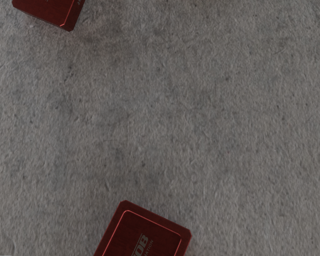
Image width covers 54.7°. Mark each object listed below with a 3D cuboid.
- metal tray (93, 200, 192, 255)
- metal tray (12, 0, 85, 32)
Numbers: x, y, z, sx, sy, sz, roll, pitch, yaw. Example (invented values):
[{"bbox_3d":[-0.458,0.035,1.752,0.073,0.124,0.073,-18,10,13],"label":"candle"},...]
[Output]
[{"bbox_3d":[-0.030,0.159,0.346,0.090,0.030,0.130,24,71,8],"label":"metal tray"},{"bbox_3d":[-0.151,-0.221,0.459,0.090,0.030,0.129,24,95,8],"label":"metal tray"}]
